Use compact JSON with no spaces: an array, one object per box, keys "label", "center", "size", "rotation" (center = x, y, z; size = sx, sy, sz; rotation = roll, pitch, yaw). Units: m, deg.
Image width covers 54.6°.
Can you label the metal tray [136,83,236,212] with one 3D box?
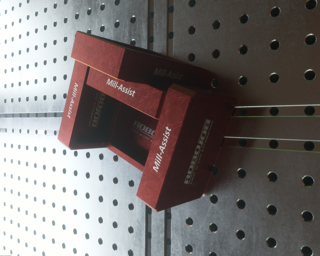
[{"label":"metal tray","center":[0.031,0.021,0.342],"size":[0.030,0.091,0.129],"rotation":[27,107,37]}]

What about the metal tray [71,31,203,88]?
[{"label":"metal tray","center":[-0.022,-0.075,0.360],"size":[0.090,0.131,0.030],"rotation":[28,108,36]}]

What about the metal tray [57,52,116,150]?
[{"label":"metal tray","center":[-0.085,-0.036,0.438],"size":[0.030,0.091,0.129],"rotation":[27,107,36]}]

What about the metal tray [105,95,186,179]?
[{"label":"metal tray","center":[-0.013,0.010,0.417],"size":[0.130,0.030,0.089],"rotation":[28,107,36]}]

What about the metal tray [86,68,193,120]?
[{"label":"metal tray","center":[-0.015,-0.046,0.380],"size":[0.130,0.091,0.030],"rotation":[28,108,36]}]
